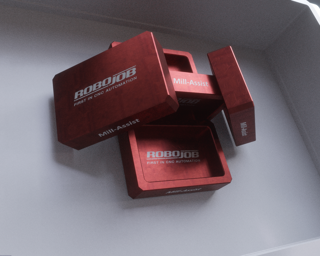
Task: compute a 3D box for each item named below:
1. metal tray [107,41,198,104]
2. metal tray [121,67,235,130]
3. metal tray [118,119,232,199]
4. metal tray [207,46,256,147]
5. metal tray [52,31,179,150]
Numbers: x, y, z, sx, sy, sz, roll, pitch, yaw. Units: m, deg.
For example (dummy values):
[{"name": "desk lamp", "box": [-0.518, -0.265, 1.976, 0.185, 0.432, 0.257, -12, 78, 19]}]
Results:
[{"name": "metal tray", "box": [-0.006, -0.071, 0.440, 0.131, 0.030, 0.090, 0, 62, -29]}, {"name": "metal tray", "box": [0.016, -0.031, 0.390, 0.131, 0.090, 0.030, 1, 62, -29]}, {"name": "metal tray", "box": [0.019, 0.035, 0.387, 0.131, 0.030, 0.090, 1, 61, -29]}, {"name": "metal tray", "box": [0.100, -0.038, 0.421, 0.030, 0.130, 0.090, -19, 64, 10]}, {"name": "metal tray", "box": [-0.053, -0.039, 0.340, 0.030, 0.130, 0.090, 41, 32, -60]}]
